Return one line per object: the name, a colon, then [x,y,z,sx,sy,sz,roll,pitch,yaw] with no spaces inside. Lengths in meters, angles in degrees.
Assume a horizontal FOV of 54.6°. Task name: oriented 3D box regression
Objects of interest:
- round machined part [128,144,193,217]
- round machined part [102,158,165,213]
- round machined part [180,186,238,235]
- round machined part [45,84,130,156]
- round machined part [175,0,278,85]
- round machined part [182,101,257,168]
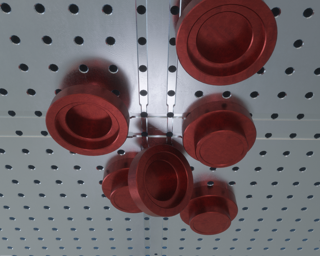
round machined part: [-0.003,0.074,0.434,0.098,0.098,0.042,34,148,-26]
round machined part: [-0.041,0.096,0.481,0.099,0.042,0.097,0,130,0]
round machined part: [0.083,0.145,0.524,0.099,0.042,0.097,0,130,0]
round machined part: [-0.087,-0.014,0.388,0.099,0.042,0.097,0,130,0]
round machined part: [0.065,-0.096,0.319,0.099,0.042,0.097,0,130,0]
round machined part: [0.079,0.016,0.414,0.099,0.042,0.097,0,130,0]
